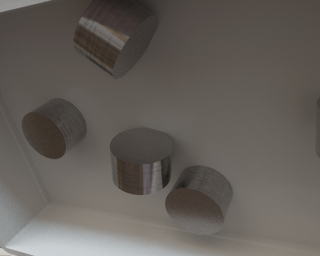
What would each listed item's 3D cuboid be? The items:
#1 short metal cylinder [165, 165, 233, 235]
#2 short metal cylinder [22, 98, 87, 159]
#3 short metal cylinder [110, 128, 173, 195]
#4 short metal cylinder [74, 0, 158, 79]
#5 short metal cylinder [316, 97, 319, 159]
[{"bbox_3d":[0.054,0.098,0.424,0.080,0.050,0.079,13,124,20],"label":"short metal cylinder"},{"bbox_3d":[-0.161,0.001,0.476,0.080,0.050,0.079,13,124,20],"label":"short metal cylinder"},{"bbox_3d":[-0.024,0.042,0.411,0.080,0.080,0.050,15,124,19],"label":"short metal cylinder"},{"bbox_3d":[-0.046,-0.100,0.334,0.050,0.080,0.079,36,129,3],"label":"short metal cylinder"},{"bbox_3d":[0.184,0.000,0.276,0.080,0.080,0.050,2,119,27],"label":"short metal cylinder"}]
